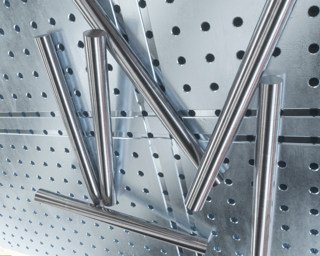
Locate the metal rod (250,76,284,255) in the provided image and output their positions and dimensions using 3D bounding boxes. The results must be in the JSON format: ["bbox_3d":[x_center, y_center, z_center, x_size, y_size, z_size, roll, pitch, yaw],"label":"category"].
[{"bbox_3d":[0.130,0.080,0.391,0.025,0.025,0.298,7,122,24],"label":"metal rod"}]

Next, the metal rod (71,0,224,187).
[{"bbox_3d":[-0.012,-0.047,0.389,0.025,0.025,0.300,-29,103,37],"label":"metal rod"}]

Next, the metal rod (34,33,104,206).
[{"bbox_3d":[-0.132,0.006,0.485,0.025,0.025,0.298,4,120,26],"label":"metal rod"}]

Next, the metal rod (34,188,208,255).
[{"bbox_3d":[-0.070,0.153,0.518,0.301,0.025,0.025,14,124,11],"label":"metal rod"}]

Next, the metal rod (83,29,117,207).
[{"bbox_3d":[-0.081,0.009,0.443,0.025,0.025,0.298,18,131,18],"label":"metal rod"}]

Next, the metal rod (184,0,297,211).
[{"bbox_3d":[0.081,-0.022,0.335,0.025,0.025,0.298,24,121,13],"label":"metal rod"}]
